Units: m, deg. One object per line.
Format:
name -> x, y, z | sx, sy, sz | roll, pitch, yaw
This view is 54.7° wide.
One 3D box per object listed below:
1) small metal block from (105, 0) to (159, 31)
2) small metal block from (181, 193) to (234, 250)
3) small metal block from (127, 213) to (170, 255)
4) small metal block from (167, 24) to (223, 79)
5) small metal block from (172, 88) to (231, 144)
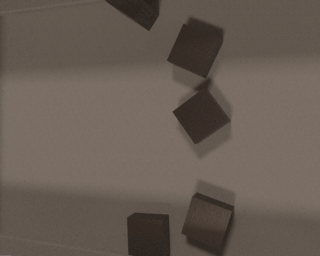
small metal block -> -0.036, -0.158, 0.409 | 0.050, 0.050, 0.025 | 37, 102, 16
small metal block -> 0.060, 0.115, 0.389 | 0.050, 0.025, 0.050 | 18, 96, 18
small metal block -> -0.015, 0.143, 0.415 | 0.050, 0.025, 0.050 | -2, 89, 19
small metal block -> 0.044, -0.097, 0.394 | 0.050, 0.025, 0.050 | 27, 99, 17
small metal block -> 0.053, -0.015, 0.391 | 0.050, 0.025, 0.050 | -37, 79, 16
